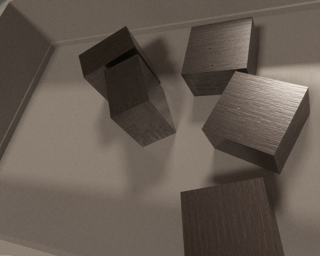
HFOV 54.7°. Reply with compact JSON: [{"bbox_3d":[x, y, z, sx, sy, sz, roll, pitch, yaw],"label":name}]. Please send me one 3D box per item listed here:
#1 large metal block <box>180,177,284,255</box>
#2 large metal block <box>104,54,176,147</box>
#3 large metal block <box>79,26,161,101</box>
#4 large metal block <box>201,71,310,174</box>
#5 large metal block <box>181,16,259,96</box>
[{"bbox_3d":[0.068,0.100,0.292,0.080,0.050,0.080,-15,56,19],"label":"large metal block"},{"bbox_3d":[-0.026,-0.034,0.403,0.050,0.080,0.080,-24,53,13],"label":"large metal block"},{"bbox_3d":[-0.057,-0.086,0.451,0.080,0.080,0.050,-29,52,9],"label":"large metal block"},{"bbox_3d":[0.106,-0.008,0.339,0.080,0.050,0.080,22,73,35],"label":"large metal block"},{"bbox_3d":[0.080,-0.090,0.402,0.080,0.050,0.080,-1,61,27],"label":"large metal block"}]
